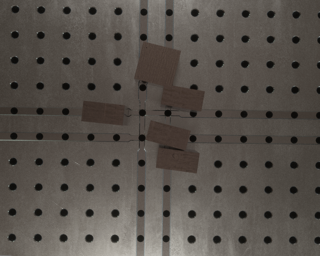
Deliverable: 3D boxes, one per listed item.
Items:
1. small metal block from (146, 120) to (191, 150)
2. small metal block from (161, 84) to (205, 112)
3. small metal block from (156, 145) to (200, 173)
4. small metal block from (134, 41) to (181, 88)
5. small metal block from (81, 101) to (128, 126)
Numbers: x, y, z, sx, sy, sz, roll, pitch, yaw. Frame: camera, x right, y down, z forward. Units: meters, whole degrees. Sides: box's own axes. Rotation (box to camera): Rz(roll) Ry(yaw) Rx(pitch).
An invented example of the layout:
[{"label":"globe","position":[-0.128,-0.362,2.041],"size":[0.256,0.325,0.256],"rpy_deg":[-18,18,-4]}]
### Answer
[{"label":"small metal block","position":[0.010,0.009,0.401],"size":[0.050,0.050,0.025],"rpy_deg":[15,90,-1]},{"label":"small metal block","position":[0.028,-0.037,0.401],"size":[0.050,0.050,0.025],"rpy_deg":[10,90,-1]},{"label":"small metal block","position":[0.022,0.039,0.401],"size":[0.050,0.050,0.025],"rpy_deg":[8,90,-1]},{"label":"small metal block","position":[-0.003,-0.082,0.413],"size":[0.050,0.025,0.050],"rpy_deg":[14,90,-1]},{"label":"small metal block","position":[-0.069,-0.018,0.400],"size":[0.050,0.050,0.025],"rpy_deg":[6,90,-1]}]
